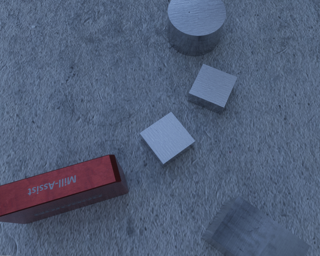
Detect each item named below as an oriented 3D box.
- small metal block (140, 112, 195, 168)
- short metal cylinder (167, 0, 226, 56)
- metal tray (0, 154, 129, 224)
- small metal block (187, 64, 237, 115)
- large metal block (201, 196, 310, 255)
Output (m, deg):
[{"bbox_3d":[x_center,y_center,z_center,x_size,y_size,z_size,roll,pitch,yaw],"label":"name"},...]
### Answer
[{"bbox_3d":[0.009,0.016,0.402,0.050,0.025,0.050,-35,74,-12],"label":"small metal block"},{"bbox_3d":[0.051,-0.152,0.451,0.081,0.050,0.080,0,70,0],"label":"short metal cylinder"},{"bbox_3d":[-0.105,0.071,0.346,0.131,0.090,0.030,-16,71,-6],"label":"metal tray"},{"bbox_3d":[0.072,-0.054,0.428,0.050,0.025,0.050,24,72,8],"label":"small metal block"},{"bbox_3d":[0.097,0.123,0.335,0.080,0.080,0.050,35,74,11],"label":"large metal block"}]
